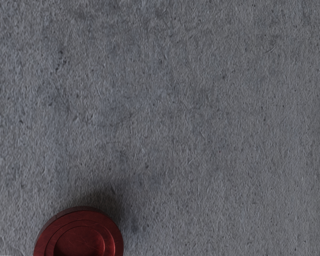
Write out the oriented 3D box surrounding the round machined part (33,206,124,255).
[{"bbox_3d":[-0.096,0.140,0.365,0.099,0.042,0.097,0,90,-20],"label":"round machined part"}]
